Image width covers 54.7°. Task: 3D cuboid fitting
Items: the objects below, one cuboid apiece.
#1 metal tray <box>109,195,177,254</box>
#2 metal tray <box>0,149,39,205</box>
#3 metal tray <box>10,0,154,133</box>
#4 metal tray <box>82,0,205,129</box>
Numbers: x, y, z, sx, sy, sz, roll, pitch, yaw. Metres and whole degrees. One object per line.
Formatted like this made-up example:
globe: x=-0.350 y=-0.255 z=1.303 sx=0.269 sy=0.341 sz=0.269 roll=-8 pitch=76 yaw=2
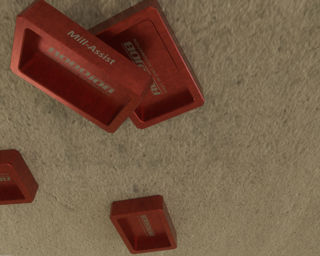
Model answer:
metal tray: x=-0.026 y=0.176 z=0.553 sx=0.090 sy=0.030 sz=0.129 roll=-10 pitch=130 yaw=8
metal tray: x=-0.264 y=0.078 z=0.466 sx=0.131 sy=0.030 sz=0.089 roll=-5 pitch=130 yaw=3
metal tray: x=-0.083 y=-0.055 z=0.318 sx=0.130 sy=0.030 sz=0.090 roll=34 pitch=144 yaw=-11
metal tray: x=-0.016 y=-0.065 z=0.348 sx=0.090 sy=0.030 sz=0.130 roll=-22 pitch=127 yaw=17
